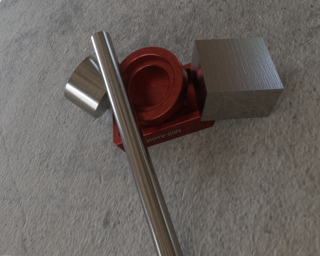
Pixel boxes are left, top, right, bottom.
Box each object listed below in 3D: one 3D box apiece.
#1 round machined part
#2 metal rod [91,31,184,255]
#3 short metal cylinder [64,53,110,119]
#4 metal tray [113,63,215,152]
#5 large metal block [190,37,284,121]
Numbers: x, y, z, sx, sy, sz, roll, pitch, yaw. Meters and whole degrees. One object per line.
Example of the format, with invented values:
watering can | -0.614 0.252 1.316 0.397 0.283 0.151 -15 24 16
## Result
round machined part | -0.010 -0.051 0.399 0.098 0.042 0.098 -6 75 22
metal rod | -0.030 0.015 0.354 0.025 0.025 0.299 -24 70 13
short metal cylinder | -0.090 -0.060 0.444 0.050 0.080 0.080 35 79 2
metal tray | 0.000 -0.027 0.417 0.130 0.030 0.090 -19 54 16
large metal block | 0.083 -0.057 0.358 0.081 0.050 0.080 -4 56 -5
